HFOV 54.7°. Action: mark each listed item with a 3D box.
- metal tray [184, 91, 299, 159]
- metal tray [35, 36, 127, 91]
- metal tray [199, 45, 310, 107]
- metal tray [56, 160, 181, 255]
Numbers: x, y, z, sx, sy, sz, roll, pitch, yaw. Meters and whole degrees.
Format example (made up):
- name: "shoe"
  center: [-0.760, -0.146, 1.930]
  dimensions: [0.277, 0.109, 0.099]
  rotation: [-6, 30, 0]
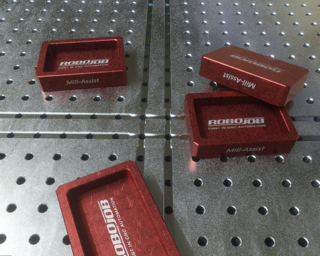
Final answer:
- name: "metal tray"
  center: [0.102, -0.008, 0.412]
  dimensions: [0.131, 0.030, 0.090]
  rotation: [-3, 50, -3]
- name: "metal tray"
  center: [-0.120, -0.104, 0.489]
  dimensions: [0.131, 0.030, 0.090]
  rotation: [-5, 50, -5]
- name: "metal tray"
  center: [0.135, -0.081, 0.449]
  dimensions: [0.130, 0.030, 0.091]
  rotation: [28, 38, 28]
- name: "metal tray"
  center: [-0.044, 0.103, 0.316]
  dimensions: [0.091, 0.030, 0.130]
  rotation: [-19, 53, -16]
